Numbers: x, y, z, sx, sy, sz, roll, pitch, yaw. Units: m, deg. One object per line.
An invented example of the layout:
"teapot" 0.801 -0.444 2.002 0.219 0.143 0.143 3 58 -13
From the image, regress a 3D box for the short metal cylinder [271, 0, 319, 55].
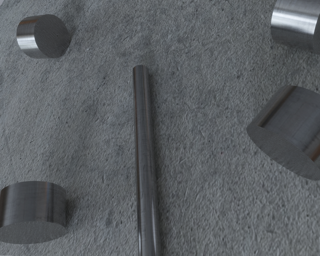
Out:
"short metal cylinder" 0.173 -0.131 0.358 0.050 0.080 0.080 31 79 38

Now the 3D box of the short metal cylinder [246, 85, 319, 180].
"short metal cylinder" 0.132 0.005 0.297 0.050 0.080 0.080 -49 52 -6

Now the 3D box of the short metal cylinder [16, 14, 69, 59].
"short metal cylinder" -0.222 -0.173 0.592 0.050 0.080 0.080 7 65 31

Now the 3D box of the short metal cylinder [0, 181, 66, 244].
"short metal cylinder" -0.159 0.107 0.387 0.080 0.080 0.050 -22 54 15

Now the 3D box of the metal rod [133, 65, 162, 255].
"metal rod" -0.019 0.037 0.390 0.025 0.025 0.299 -17 55 18
